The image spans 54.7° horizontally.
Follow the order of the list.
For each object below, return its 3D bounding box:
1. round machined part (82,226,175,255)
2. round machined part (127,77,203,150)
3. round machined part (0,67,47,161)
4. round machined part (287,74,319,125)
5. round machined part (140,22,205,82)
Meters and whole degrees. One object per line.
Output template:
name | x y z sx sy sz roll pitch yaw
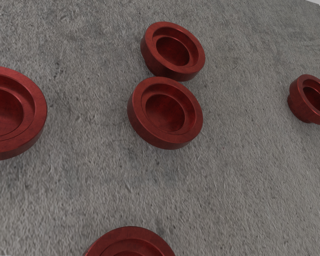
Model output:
round machined part | -0.032 0.145 0.287 0.099 0.042 0.098 14 56 -21
round machined part | 0.003 -0.015 0.404 0.099 0.042 0.098 14 56 -21
round machined part | -0.167 -0.011 0.310 0.099 0.042 0.098 14 56 -21
round machined part | 0.276 -0.047 0.570 0.099 0.042 0.098 14 56 -21
round machined part | 0.015 -0.109 0.468 0.099 0.042 0.098 14 56 -21
